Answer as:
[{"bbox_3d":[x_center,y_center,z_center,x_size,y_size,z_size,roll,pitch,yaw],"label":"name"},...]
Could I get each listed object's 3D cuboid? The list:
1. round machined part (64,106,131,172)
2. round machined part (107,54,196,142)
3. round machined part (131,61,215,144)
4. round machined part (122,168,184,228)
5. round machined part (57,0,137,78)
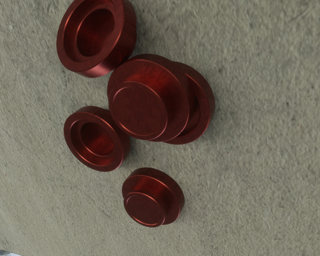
[{"bbox_3d":[-0.085,0.011,0.446,0.098,0.042,0.097,13,124,20],"label":"round machined part"},{"bbox_3d":[-0.015,-0.026,0.332,0.098,0.042,0.097,13,124,20],"label":"round machined part"},{"bbox_3d":[0.017,-0.032,0.366,0.098,0.042,0.097,13,124,20],"label":"round machined part"},{"bbox_3d":[-0.016,0.112,0.472,0.098,0.042,0.097,13,124,20],"label":"round machined part"},{"bbox_3d":[-0.065,-0.102,0.345,0.098,0.042,0.098,-8,75,31],"label":"round machined part"}]
